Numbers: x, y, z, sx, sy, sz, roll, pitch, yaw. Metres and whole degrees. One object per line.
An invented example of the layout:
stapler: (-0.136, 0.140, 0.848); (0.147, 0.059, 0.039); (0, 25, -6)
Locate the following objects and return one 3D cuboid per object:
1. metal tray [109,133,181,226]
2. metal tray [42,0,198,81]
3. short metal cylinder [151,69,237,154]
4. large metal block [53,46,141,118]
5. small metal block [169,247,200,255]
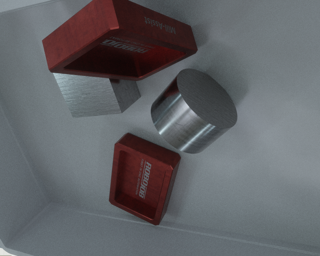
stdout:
metal tray: (-0.027, 0.080, 0.466); (0.090, 0.030, 0.129); (22, 127, 14)
metal tray: (-0.034, -0.080, 0.307); (0.090, 0.131, 0.030); (-20, 82, 35)
short metal cylinder: (0.037, -0.019, 0.341); (0.080, 0.080, 0.050); (42, 129, -2)
large metal block: (-0.082, -0.062, 0.395); (0.080, 0.050, 0.080); (-4, 117, 29)
small metal block: (0.048, 0.235, 0.530); (0.050, 0.025, 0.050); (-27, 104, 37)
